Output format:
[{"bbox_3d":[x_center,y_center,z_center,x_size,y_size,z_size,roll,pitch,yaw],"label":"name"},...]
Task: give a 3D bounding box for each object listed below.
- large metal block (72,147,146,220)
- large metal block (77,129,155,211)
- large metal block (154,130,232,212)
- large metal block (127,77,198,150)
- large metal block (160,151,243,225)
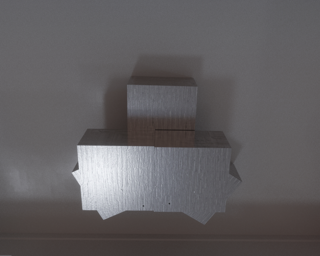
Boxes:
[{"bbox_3d":[-0.057,0.065,0.419,0.080,0.050,0.080,-25,108,8],"label":"large metal block"},{"bbox_3d":[-0.047,0.047,0.360,0.081,0.050,0.079,1,110,-1],"label":"large metal block"},{"bbox_3d":[0.034,0.049,0.360,0.081,0.050,0.079,1,110,-1],"label":"large metal block"},{"bbox_3d":[0.002,-0.020,0.389,0.081,0.050,0.079,1,110,-1],"label":"large metal block"},{"bbox_3d":[0.049,0.070,0.421,0.080,0.050,0.080,33,107,-11],"label":"large metal block"}]
